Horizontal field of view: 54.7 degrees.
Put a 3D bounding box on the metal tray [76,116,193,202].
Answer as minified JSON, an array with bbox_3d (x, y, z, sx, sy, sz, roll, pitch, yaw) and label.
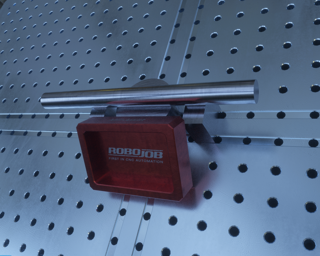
[{"bbox_3d":[-0.032,0.033,0.366,0.130,0.089,0.030,1,19,28],"label":"metal tray"}]

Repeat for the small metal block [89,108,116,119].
[{"bbox_3d":[-0.071,-0.018,0.441,0.025,0.050,0.050,-1,61,28],"label":"small metal block"}]

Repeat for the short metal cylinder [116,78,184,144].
[{"bbox_3d":[-0.010,-0.018,0.408,0.080,0.050,0.080,-13,56,21],"label":"short metal cylinder"}]

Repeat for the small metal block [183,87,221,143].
[{"bbox_3d":[0.051,-0.015,0.375,0.025,0.050,0.050,-1,61,28],"label":"small metal block"}]

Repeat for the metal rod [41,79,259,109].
[{"bbox_3d":[-0.034,-0.039,0.386,0.300,0.025,0.025,1,62,29],"label":"metal rod"}]
